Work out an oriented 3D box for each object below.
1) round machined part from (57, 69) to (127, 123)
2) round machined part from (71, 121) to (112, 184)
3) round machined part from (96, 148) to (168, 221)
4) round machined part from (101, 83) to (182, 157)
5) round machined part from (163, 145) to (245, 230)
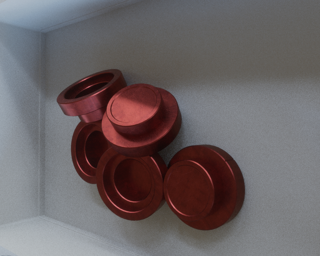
[{"bbox_3d":[-0.092,-0.043,0.444,0.098,0.098,0.042,4,128,39],"label":"round machined part"},{"bbox_3d":[-0.086,0.032,0.461,0.098,0.042,0.097,0,90,39],"label":"round machined part"},{"bbox_3d":[-0.031,0.066,0.402,0.098,0.042,0.097,3,97,26],"label":"round machined part"},{"bbox_3d":[-0.026,-0.016,0.377,0.098,0.042,0.098,-9,50,11],"label":"round machined part"},{"bbox_3d":[0.043,0.068,0.356,0.098,0.042,0.097,0,90,39],"label":"round machined part"}]
